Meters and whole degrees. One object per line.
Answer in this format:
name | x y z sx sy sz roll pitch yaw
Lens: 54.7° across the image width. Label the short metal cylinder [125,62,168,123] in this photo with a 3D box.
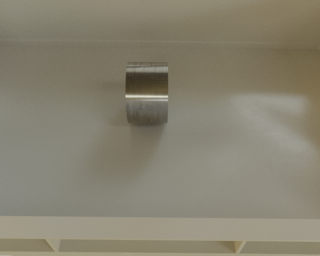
short metal cylinder | -0.016 -0.046 0.405 0.050 0.080 0.080 0 50 0
